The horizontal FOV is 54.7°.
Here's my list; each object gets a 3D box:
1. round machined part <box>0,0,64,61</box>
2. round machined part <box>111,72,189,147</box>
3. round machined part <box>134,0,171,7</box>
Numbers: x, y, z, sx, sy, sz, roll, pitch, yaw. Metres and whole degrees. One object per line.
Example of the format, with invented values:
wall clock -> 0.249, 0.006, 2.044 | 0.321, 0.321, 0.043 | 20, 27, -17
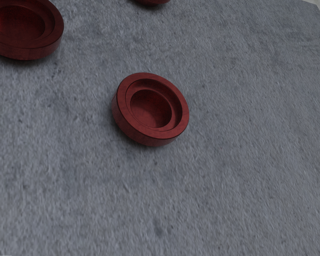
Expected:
round machined part -> -0.171, -0.120, 0.375 | 0.099, 0.042, 0.098 | 14, 56, -21
round machined part -> -0.015, -0.020, 0.398 | 0.099, 0.042, 0.098 | 14, 56, -21
round machined part -> -0.022, -0.250, 0.535 | 0.099, 0.042, 0.098 | 14, 56, -21
